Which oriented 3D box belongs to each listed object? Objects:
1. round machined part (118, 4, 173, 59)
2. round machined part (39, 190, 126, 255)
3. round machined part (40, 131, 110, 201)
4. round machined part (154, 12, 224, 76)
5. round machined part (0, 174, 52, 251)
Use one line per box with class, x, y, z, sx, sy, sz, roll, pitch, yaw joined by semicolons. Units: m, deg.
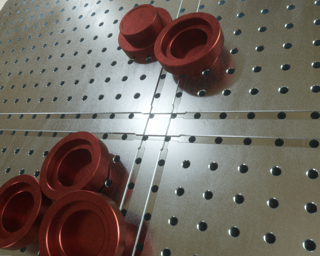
round machined part;-0.028;-0.166;0.515;0.098;0.042;0.098;-13;56;21
round machined part;-0.084;0.123;0.357;0.098;0.042;0.098;-4;73;15
round machined part;-0.109;0.057;0.420;0.098;0.042;0.098;-15;53;21
round machined part;0.044;-0.115;0.445;0.098;0.042;0.098;-13;56;21
round machined part;-0.187;0.117;0.425;0.098;0.042;0.098;-13;56;21
